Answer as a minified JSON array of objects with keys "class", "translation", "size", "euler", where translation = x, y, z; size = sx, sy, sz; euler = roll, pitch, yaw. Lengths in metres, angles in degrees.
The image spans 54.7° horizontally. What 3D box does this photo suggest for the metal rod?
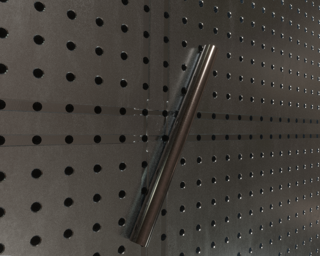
[{"class":"metal rod","translation":[0.026,0.012,0.432],"size":[0.025,0.025,0.299],"euler":[34,69,-35]}]
